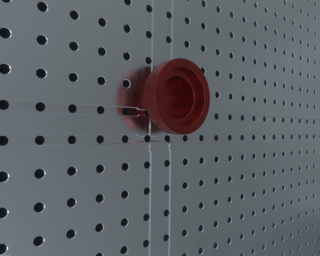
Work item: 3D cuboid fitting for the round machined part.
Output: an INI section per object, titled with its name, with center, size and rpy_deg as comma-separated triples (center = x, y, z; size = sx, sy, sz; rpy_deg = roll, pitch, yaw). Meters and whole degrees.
[round machined part]
center = 0.018, -0.040, 0.412
size = 0.099, 0.042, 0.097
rpy_deg = 0, 90, -40
